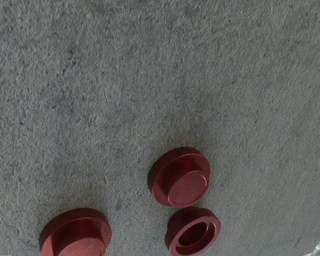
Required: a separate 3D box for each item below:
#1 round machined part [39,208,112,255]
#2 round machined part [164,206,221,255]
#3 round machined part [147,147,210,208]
[{"bbox_3d":[-0.115,0.164,0.434,0.099,0.042,0.097,-14,124,-21],"label":"round machined part"},{"bbox_3d":[0.052,0.174,0.532,0.099,0.042,0.097,-14,124,-21],"label":"round machined part"},{"bbox_3d":[0.034,0.080,0.464,0.099,0.042,0.097,-14,124,-21],"label":"round machined part"}]
